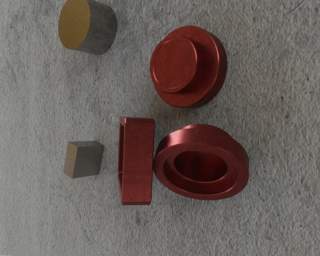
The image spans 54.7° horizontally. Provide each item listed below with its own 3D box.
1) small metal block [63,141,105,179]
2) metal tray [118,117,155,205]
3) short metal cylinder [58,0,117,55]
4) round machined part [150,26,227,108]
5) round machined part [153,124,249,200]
[{"bbox_3d":[-0.119,0.048,0.484,0.025,0.050,0.050,20,103,38],"label":"small metal block"},{"bbox_3d":[-0.033,0.032,0.376,0.130,0.030,0.089,-165,77,-80],"label":"metal tray"},{"bbox_3d":[-0.112,-0.157,0.479,0.080,0.050,0.079,0,90,39],"label":"short metal cylinder"},{"bbox_3d":[0.027,-0.073,0.370,0.098,0.042,0.097,0,90,39],"label":"round machined part"},{"bbox_3d":[0.045,0.033,0.333,0.098,0.098,0.042,-27,33,36],"label":"round machined part"}]
